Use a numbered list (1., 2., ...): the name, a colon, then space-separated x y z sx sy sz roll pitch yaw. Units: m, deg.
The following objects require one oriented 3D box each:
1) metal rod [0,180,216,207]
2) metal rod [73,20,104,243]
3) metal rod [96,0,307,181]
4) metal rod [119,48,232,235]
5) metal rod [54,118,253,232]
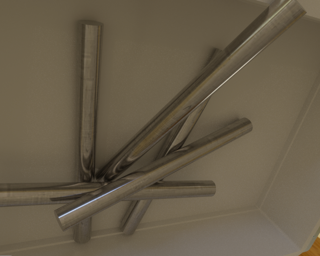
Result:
1. metal rod: -0.051 0.081 0.398 0.302 0.025 0.025 5 116 -31
2. metal rod: -0.090 0.026 0.376 0.025 0.025 0.298 -5 121 -26
3. metal rod: 0.017 -0.018 0.330 0.025 0.025 0.299 19 133 -36
4. metal rod: 0.016 0.030 0.437 0.025 0.025 0.298 16 110 -35
5. metal rod: 0.012 0.048 0.406 0.302 0.025 0.025 -23 128 -29
